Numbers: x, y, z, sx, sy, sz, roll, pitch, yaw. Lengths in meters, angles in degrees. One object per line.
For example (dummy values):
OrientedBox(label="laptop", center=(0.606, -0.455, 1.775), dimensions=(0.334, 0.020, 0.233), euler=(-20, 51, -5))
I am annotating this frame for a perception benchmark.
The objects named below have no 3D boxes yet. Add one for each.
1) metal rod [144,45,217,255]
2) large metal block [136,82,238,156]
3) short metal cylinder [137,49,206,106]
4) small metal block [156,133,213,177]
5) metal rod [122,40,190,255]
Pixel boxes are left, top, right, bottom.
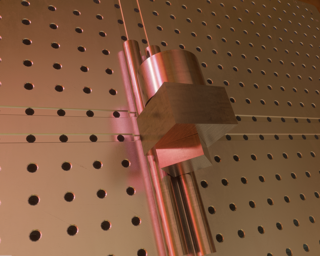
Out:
OrientedBox(label="metal rod", center=(0.020, 0.012, 0.415), dimensions=(0.025, 0.025, 0.299), euler=(1, 61, -28))
OrientedBox(label="large metal block", center=(0.028, -0.008, 0.363), dimensions=(0.081, 0.080, 0.050), euler=(0, 62, -29))
OrientedBox(label="short metal cylinder", center=(0.016, -0.052, 0.387), dimensions=(0.081, 0.080, 0.050), euler=(1, 62, -28))
OrientedBox(label="small metal block", center=(0.029, 0.033, 0.360), dimensions=(0.050, 0.050, 0.025), euler=(46, 27, -62))
OrientedBox(label="metal rod", center=(-0.012, 0.008, 0.399), dimensions=(0.025, 0.025, 0.299), euler=(1, 61, -28))
